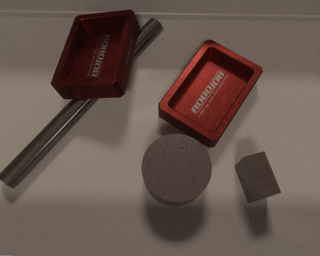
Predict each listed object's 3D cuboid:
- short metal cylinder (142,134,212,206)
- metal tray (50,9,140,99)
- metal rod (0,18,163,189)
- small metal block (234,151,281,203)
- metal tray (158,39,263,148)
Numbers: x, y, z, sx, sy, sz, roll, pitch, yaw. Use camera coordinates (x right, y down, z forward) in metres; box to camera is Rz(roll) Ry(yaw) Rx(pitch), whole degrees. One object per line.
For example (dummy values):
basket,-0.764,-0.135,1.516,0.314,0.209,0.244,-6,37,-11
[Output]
short metal cylinder,0.019,0.053,0.377,0.081,0.050,0.080,0,70,0
metal tray,-0.084,-0.101,0.420,0.090,0.030,0.130,0,60,15
metal rod,-0.098,-0.044,0.424,0.025,0.025,0.300,36,74,12
small metal block,0.116,0.061,0.376,0.025,0.050,0.050,-15,71,-5
metal tray,0.069,-0.049,0.425,0.090,0.030,0.130,33,73,11
